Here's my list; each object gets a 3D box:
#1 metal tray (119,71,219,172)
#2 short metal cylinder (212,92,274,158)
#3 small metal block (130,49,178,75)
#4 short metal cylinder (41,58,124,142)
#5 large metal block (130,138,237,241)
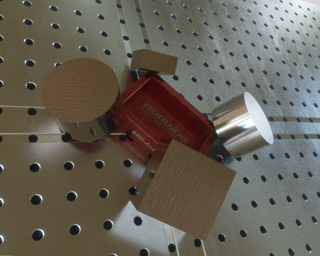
[{"bbox_3d":[0.007,-0.007,0.412,0.130,0.030,0.090,41,51,0],"label":"metal tray"},{"bbox_3d":[0.117,-0.004,0.438,0.080,0.050,0.080,38,37,-35],"label":"short metal cylinder"},{"bbox_3d":[-0.010,-0.093,0.440,0.050,0.050,0.025,8,96,-24],"label":"small metal block"},{"bbox_3d":[-0.083,-0.031,0.347,0.081,0.050,0.080,0,65,0],"label":"short metal cylinder"},{"bbox_3d":[0.024,0.065,0.343,0.080,0.050,0.080,28,83,-11],"label":"large metal block"}]
